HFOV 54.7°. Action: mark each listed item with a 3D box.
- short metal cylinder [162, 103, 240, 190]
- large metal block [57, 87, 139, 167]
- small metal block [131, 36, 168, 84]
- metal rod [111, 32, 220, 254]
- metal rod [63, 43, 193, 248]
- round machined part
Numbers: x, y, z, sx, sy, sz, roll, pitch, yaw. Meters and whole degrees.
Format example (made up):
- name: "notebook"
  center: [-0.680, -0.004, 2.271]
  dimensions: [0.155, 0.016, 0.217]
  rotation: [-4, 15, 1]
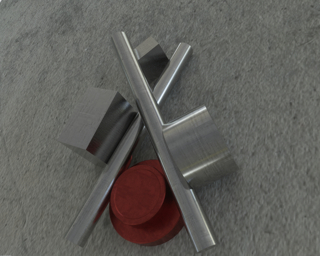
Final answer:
- name: "short metal cylinder"
  center: [0.044, 0.020, 0.334]
  dimensions: [0.050, 0.080, 0.080]
  rotation: [-28, 52, 10]
- name: "large metal block"
  center: [-0.071, 0.004, 0.403]
  dimensions: [0.050, 0.080, 0.080]
  rotation: [12, 68, 33]
- name: "small metal block"
  center: [-0.017, -0.097, 0.456]
  dimensions: [0.050, 0.050, 0.025]
  rotation: [-38, 51, 2]
- name: "metal rod"
  center: [-0.006, -0.006, 0.367]
  dimensions: [0.025, 0.025, 0.299]
  rotation: [-29, 61, 10]
- name: "metal rod"
  center: [-0.028, 0.004, 0.397]
  dimensions: [0.025, 0.025, 0.300]
  rotation: [12, 62, 33]
- name: "round machined part"
  center: [-0.017, 0.081, 0.353]
  dimensions: [0.098, 0.042, 0.098]
  rotation: [-13, 56, 20]
